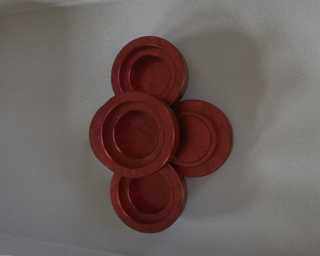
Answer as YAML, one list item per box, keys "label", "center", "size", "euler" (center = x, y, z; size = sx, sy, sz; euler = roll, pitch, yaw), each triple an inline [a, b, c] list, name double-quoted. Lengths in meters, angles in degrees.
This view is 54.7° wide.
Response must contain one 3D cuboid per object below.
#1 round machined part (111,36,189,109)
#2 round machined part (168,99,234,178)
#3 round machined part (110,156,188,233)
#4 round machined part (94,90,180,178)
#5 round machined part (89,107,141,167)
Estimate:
- label: "round machined part"
  center: [-0.010, -0.065, 0.402]
  size: [0.098, 0.042, 0.097]
  euler: [0, 90, 19]
- label: "round machined part"
  center: [0.039, 0.013, 0.384]
  size: [0.098, 0.042, 0.097]
  euler: [0, 90, 19]
- label: "round machined part"
  center: [-0.011, 0.082, 0.402]
  size: [0.098, 0.042, 0.097]
  euler: [0, 90, 19]
- label: "round machined part"
  center: [-0.024, 0.007, 0.362]
  size: [0.098, 0.042, 0.097]
  euler: [0, 90, 19]
- label: "round machined part"
  center: [-0.054, 0.009, 0.418]
  size: [0.098, 0.042, 0.097]
  euler: [0, 90, 19]
